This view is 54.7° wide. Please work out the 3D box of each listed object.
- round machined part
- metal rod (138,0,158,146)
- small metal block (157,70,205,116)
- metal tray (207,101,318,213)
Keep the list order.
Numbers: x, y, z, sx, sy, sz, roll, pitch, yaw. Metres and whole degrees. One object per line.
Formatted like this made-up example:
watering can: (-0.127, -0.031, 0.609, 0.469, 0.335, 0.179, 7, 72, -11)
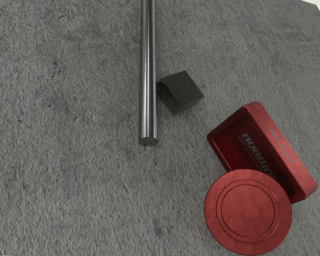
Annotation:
round machined part: (0.100, 0.095, 0.357, 0.098, 0.042, 0.098, -4, 74, 13)
metal rod: (-0.018, -0.111, 0.463, 0.025, 0.025, 0.299, 13, 56, -22)
small metal block: (0.028, -0.052, 0.453, 0.050, 0.025, 0.050, -26, 76, -37)
metal tray: (0.127, 0.042, 0.406, 0.030, 0.090, 0.130, -19, 72, -36)
